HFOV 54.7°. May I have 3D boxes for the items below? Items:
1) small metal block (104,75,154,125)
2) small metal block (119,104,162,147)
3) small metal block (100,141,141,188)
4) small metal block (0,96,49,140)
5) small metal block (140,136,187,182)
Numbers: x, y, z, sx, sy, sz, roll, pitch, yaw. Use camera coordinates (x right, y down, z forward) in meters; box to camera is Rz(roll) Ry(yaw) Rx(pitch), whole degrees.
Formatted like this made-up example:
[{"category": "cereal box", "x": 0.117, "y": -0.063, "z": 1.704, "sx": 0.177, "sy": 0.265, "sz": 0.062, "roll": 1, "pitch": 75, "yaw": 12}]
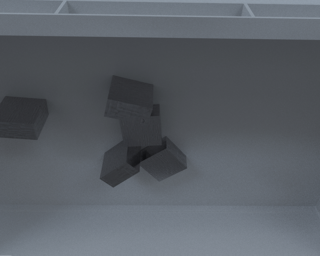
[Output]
[{"category": "small metal block", "x": -0.035, "y": -0.033, "z": 0.364, "sx": 0.050, "sy": 0.050, "sz": 0.025, "roll": 12, "pitch": 129, "yaw": -10}, {"category": "small metal block", "x": -0.024, "y": -0.003, "z": 0.406, "sx": 0.050, "sy": 0.025, "sz": 0.050, "roll": -3, "pitch": 130, "yaw": 2}, {"category": "small metal block", "x": -0.054, "y": 0.047, "z": 0.432, "sx": 0.050, "sy": 0.050, "sz": 0.025, "roll": -33, "pitch": 123, "yaw": 25}, {"category": "small metal block", "x": -0.171, "y": -0.013, "z": 0.380, "sx": 0.050, "sy": 0.050, "sz": 0.025, "roll": 4, "pitch": 130, "yaw": -4}, {"category": "small metal block", "x": 0.004, "y": 0.046, "z": 0.448, "sx": 0.050, "sy": 0.025, "sz": 0.050, "roll": -30, "pitch": 124, "yaw": 22}]
